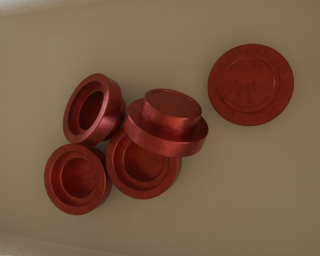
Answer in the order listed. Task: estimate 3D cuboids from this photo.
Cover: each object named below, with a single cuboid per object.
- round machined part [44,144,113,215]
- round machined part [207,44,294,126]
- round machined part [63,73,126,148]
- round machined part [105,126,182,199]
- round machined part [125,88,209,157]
[{"bbox_3d":[-0.110,0.070,0.439,0.098,0.042,0.097,0,90,19],"label":"round machined part"},{"bbox_3d":[0.104,-0.051,0.364,0.098,0.042,0.097,0,90,19],"label":"round machined part"},{"bbox_3d":[-0.084,-0.020,0.415,0.098,0.042,0.098,-20,58,37],"label":"round machined part"},{"bbox_3d":[-0.018,0.041,0.407,0.098,0.042,0.097,0,90,19],"label":"round machined part"},{"bbox_3d":[0.011,-0.012,0.363,0.098,0.099,0.042,27,123,17],"label":"round machined part"}]
